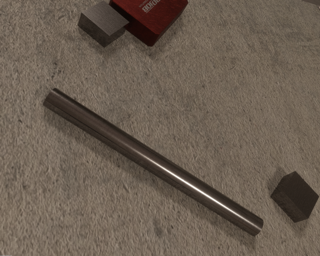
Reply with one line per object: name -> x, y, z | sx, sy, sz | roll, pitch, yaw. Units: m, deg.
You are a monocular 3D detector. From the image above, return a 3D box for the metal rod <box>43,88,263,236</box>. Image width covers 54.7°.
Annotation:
metal rod -> -0.002, 0.045, 0.376 | 0.301, 0.025, 0.025 | 33, 51, -7

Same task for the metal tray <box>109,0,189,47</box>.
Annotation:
metal tray -> -0.017, -0.202, 0.516 | 0.090, 0.030, 0.130 | 36, 51, -5

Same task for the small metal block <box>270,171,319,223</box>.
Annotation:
small metal block -> 0.197, 0.100, 0.452 | 0.050, 0.025, 0.050 | 48, 51, 5

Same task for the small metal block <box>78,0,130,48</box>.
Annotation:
small metal block -> -0.082, -0.153, 0.454 | 0.050, 0.025, 0.050 | 40, 51, -1
